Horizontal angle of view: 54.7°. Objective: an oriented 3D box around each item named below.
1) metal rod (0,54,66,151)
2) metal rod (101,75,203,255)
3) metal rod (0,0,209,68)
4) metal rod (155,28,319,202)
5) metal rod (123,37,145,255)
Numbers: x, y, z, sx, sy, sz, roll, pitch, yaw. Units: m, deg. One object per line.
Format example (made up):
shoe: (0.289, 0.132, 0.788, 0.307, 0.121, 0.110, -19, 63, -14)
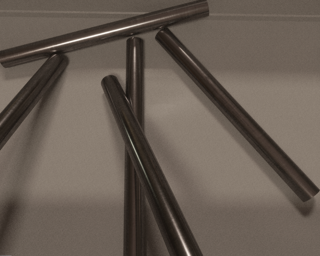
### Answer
metal rod: (-0.183, 0.010, 0.344, 0.025, 0.025, 0.300, 15, 48, 5)
metal rod: (-0.018, 0.033, 0.333, 0.025, 0.025, 0.300, -21, 47, -8)
metal rod: (-0.079, -0.136, 0.444, 0.302, 0.025, 0.025, -15, 71, -1)
metal rod: (0.095, -0.028, 0.421, 0.025, 0.025, 0.300, -36, 74, -12)
metal rod: (-0.033, 0.014, 0.404, 0.025, 0.025, 0.299, -1, 70, -1)
